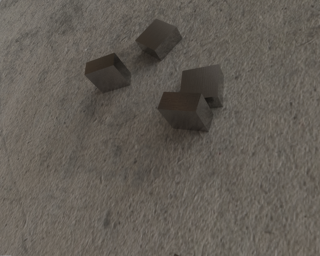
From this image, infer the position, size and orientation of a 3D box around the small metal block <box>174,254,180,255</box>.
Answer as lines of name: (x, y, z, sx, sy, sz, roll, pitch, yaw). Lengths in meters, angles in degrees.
small metal block: (0.029, 0.156, 0.292, 0.050, 0.025, 0.050, 16, 70, 34)

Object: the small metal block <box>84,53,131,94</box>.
small metal block: (-0.080, -0.084, 0.479, 0.050, 0.050, 0.025, -14, 56, 20)

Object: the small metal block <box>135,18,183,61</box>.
small metal block: (-0.002, -0.140, 0.490, 0.050, 0.025, 0.050, -48, 52, -6)

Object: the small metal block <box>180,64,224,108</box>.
small metal block: (0.055, -0.052, 0.406, 0.050, 0.025, 0.050, -6, 59, 24)

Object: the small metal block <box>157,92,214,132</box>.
small metal block: (0.033, -0.020, 0.382, 0.050, 0.050, 0.025, 6, 65, 30)
